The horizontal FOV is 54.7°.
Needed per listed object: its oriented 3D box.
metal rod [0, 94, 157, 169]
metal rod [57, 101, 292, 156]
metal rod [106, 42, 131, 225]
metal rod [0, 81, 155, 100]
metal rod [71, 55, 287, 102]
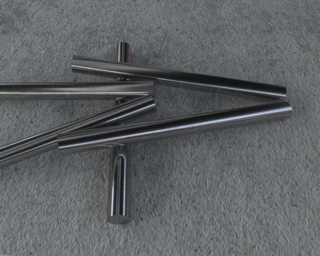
[{"bbox_3d":[-0.148,0.021,0.367,0.302,0.025,0.025,-21,53,-10],"label":"metal rod"},{"bbox_3d":[0.031,-0.003,0.387,0.302,0.025,0.025,-9,50,-16],"label":"metal rod"},{"bbox_3d":[-0.052,-0.019,0.419,0.025,0.025,0.300,-2,50,-2],"label":"metal rod"},{"bbox_3d":[-0.157,-0.051,0.427,0.302,0.025,0.025,1,50,7],"label":"metal rod"},{"bbox_3d":[0.028,-0.070,0.442,0.302,0.025,0.025,8,50,-2],"label":"metal rod"}]
